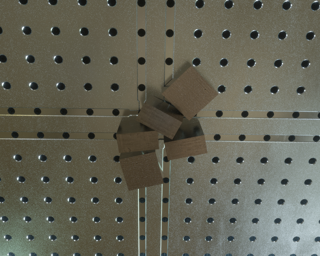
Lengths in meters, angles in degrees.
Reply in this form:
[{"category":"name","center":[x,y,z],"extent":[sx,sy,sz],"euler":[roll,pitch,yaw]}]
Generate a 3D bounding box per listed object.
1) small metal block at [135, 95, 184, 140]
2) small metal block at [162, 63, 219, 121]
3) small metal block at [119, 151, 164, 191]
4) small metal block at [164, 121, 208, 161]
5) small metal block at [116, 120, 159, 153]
[{"category":"small metal block","center":[0.002,-0.015,0.391],"extent":[0.050,0.050,0.025],"euler":[28,108,-1]},{"category":"small metal block","center":[0.038,-0.047,0.397],"extent":[0.050,0.025,0.050],"euler":[-43,105,13]},{"category":"small metal block","center":[-0.025,0.055,0.434],"extent":[0.050,0.025,0.050],"euler":[-13,110,4]},{"category":"small metal block","center":[0.032,0.016,0.407],"extent":[0.050,0.050,0.025],"euler":[-11,110,4]},{"category":"small metal block","center":[-0.027,0.008,0.403],"extent":[0.050,0.050,0.025],"euler":[-5,110,2]}]
